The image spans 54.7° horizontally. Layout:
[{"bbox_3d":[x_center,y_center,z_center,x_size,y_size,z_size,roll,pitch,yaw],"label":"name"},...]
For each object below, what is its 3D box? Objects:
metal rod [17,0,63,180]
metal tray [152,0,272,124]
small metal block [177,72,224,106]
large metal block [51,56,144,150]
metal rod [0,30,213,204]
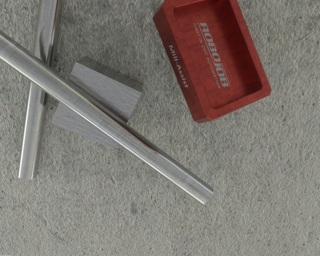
[{"bbox_3d":[-0.146,-0.070,0.382,0.025,0.025,0.298,14,109,-6],"label":"metal rod"},{"bbox_3d":[0.058,-0.080,0.339,0.091,0.030,0.129,-23,93,-22],"label":"metal tray"},{"bbox_3d":[0.048,-0.051,0.378,0.050,0.050,0.025,38,106,-13],"label":"small metal block"},{"bbox_3d":[-0.075,-0.032,0.384,0.080,0.050,0.080,25,108,-9],"label":"large metal block"},{"bbox_3d":[-0.058,-0.004,0.354,0.301,0.025,0.025,37,106,-13],"label":"metal rod"}]
